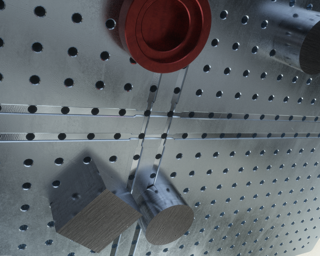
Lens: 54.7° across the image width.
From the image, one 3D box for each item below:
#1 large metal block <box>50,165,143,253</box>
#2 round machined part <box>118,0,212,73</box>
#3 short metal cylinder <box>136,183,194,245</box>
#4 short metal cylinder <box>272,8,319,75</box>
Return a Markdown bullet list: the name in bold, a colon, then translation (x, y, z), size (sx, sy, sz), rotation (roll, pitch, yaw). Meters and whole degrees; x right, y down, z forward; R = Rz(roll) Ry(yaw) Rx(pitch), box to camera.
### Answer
- **large metal block**: translation (-0.085, 0.110, 0.417), size (0.080, 0.050, 0.080), rotation (-41, 130, 0)
- **round machined part**: translation (0.002, -0.112, 0.332), size (0.099, 0.042, 0.097), rotation (-14, 124, -21)
- **short metal cylinder**: translation (0.005, 0.133, 0.480), size (0.081, 0.050, 0.079), rotation (-14, 124, -21)
- **short metal cylinder**: translation (0.207, -0.121, 0.433), size (0.081, 0.050, 0.079), rotation (-14, 124, -21)
